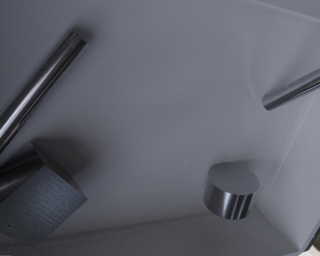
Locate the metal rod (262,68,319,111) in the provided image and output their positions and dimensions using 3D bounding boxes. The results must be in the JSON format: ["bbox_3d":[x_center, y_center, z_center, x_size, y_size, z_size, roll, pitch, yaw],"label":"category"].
[{"bbox_3d":[0.238,-0.083,0.360,0.025,0.025,0.299,0,162,-29],"label":"metal rod"}]

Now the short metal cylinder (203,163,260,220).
[{"bbox_3d":[0.114,0.100,0.500,0.081,0.080,0.050,-8,122,-25],"label":"short metal cylinder"}]

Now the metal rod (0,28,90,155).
[{"bbox_3d":[-0.178,0.021,0.324,0.299,0.025,0.025,-49,129,6],"label":"metal rod"}]

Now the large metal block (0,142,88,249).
[{"bbox_3d":[-0.144,0.077,0.350,0.080,0.050,0.080,-43,136,-11],"label":"large metal block"}]
